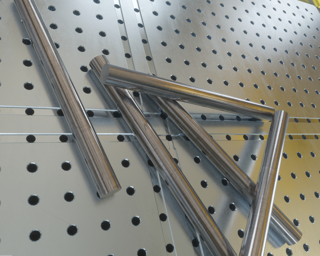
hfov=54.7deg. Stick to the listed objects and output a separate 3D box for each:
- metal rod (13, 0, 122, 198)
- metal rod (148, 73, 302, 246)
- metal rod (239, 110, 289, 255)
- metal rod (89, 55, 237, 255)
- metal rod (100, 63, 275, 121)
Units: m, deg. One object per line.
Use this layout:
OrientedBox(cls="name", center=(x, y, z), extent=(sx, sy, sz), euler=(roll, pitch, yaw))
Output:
OrientedBox(cls="metal rod", center=(-0.121, -0.056, 0.377), extent=(0.025, 0.025, 0.299), euler=(-17, 71, -35))
OrientedBox(cls="metal rod", center=(0.080, 0.040, 0.428), extent=(0.300, 0.025, 0.025), euler=(47, 51, 4))
OrientedBox(cls="metal rod", center=(0.140, 0.075, 0.406), extent=(0.025, 0.025, 0.301), euler=(36, 47, -5))
OrientedBox(cls="metal rod", center=(-0.003, 0.031, 0.388), extent=(0.025, 0.025, 0.299), euler=(-25, 75, -37))
OrientedBox(cls="metal rod", center=(0.060, -0.044, 0.444), extent=(0.302, 0.025, 0.025), euler=(9, 58, -33))
